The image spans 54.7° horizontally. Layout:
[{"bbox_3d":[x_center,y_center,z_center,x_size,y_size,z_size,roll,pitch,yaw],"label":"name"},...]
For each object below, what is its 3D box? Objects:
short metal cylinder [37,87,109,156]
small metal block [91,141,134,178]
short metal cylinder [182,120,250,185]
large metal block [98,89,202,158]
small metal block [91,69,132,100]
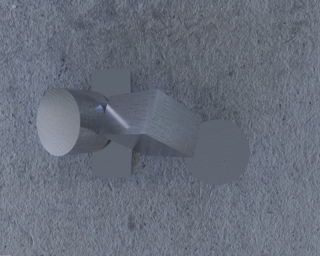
[{"bbox_3d":[-0.105,-0.008,0.379,0.080,0.050,0.079,1,91,35],"label":"short metal cylinder"},{"bbox_3d":[-0.062,0.038,0.410,0.050,0.025,0.050,3,90,-1],"label":"small metal block"},{"bbox_3d":[0.069,0.029,0.400,0.081,0.050,0.079,0,90,-1],"label":"short metal cylinder"},{"bbox_3d":[-0.011,-0.002,0.365,0.080,0.080,0.050,29,68,-42],"label":"large metal block"},{"bbox_3d":[-0.063,-0.051,0.410,0.050,0.025,0.050,-1,90,-1],"label":"small metal block"}]
